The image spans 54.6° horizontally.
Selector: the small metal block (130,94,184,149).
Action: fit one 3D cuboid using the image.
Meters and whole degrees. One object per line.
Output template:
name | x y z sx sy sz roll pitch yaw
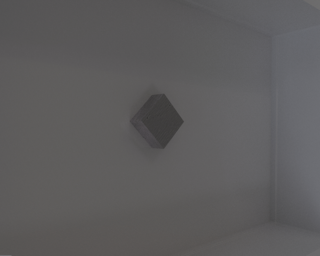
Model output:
small metal block | -0.003 -0.009 0.403 0.050 0.025 0.050 -52 121 -27
